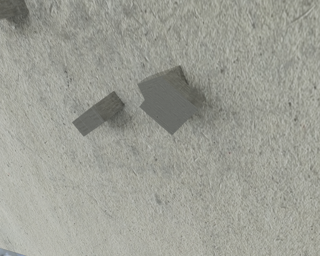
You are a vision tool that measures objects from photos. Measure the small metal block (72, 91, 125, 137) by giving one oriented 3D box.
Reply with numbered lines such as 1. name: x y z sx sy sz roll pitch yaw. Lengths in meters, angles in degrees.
1. small metal block: -0.083 -0.020 0.423 0.050 0.050 0.025 -30 102 38

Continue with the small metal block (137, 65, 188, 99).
1. small metal block: 0.009 -0.042 0.376 0.050 0.025 0.050 -14 112 34

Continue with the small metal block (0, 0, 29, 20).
1. small metal block: -0.213 -0.155 0.407 0.050 0.050 0.025 -2 118 29

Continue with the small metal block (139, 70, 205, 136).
1. small metal block: 0.013 -0.028 0.350 0.050 0.025 0.050 41 129 -1
